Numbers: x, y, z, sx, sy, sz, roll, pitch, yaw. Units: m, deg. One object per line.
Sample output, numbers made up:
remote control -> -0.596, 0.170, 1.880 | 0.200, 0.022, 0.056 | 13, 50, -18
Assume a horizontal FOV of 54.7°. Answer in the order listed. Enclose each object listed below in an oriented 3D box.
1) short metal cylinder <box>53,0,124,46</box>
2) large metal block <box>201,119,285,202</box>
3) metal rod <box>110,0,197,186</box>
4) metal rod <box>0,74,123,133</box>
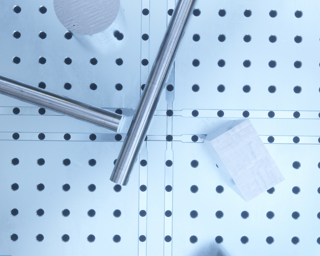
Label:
short metal cylinder -> -0.089, -0.153, 0.400 | 0.081, 0.050, 0.079 | 0, 90, 0
large metal block -> 0.098, 0.036, 0.387 | 0.050, 0.080, 0.080 | -31, 90, 0
metal rod -> -0.002, -0.068, 0.413 | 0.025, 0.025, 0.299 | 21, 90, 0
metal rod -> -0.196, -0.053, 0.411 | 0.302, 0.025, 0.025 | 19, 90, 0
